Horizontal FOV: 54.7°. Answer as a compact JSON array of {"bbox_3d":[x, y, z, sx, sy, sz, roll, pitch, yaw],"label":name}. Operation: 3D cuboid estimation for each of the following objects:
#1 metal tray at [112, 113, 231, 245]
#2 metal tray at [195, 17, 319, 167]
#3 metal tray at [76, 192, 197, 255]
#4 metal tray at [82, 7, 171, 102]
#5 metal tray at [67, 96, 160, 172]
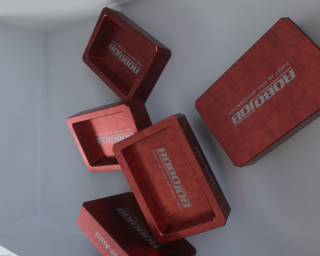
[{"bbox_3d":[0.012,0.059,0.358,0.090,0.030,0.129,-26,89,23],"label":"metal tray"},{"bbox_3d":[0.107,-0.032,0.314,0.129,0.030,0.090,-45,63,30],"label":"metal tray"},{"bbox_3d":[-0.031,0.135,0.387,0.130,0.091,0.030,34,111,34],"label":"metal tray"},{"bbox_3d":[-0.053,-0.103,0.444,0.130,0.030,0.089,45,116,30],"label":"metal tray"},{"bbox_3d":[-0.066,0.013,0.434,0.130,0.030,0.090,-10,107,39],"label":"metal tray"}]
